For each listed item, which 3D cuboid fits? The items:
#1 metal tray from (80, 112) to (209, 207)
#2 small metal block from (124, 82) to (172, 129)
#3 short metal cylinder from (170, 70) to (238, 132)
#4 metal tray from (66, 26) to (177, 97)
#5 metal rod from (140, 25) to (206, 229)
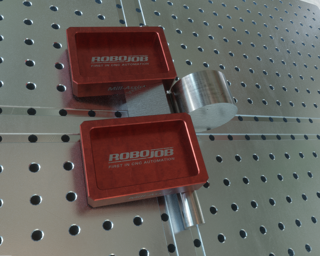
[{"bbox_3d":[-0.020,0.032,0.352,0.131,0.030,0.090,-6,64,-17],"label":"metal tray"},{"bbox_3d":[-0.015,-0.026,0.398,0.050,0.025,0.050,-13,65,0],"label":"small metal block"},{"bbox_3d":[0.058,-0.034,0.421,0.081,0.080,0.050,0,62,-28],"label":"short metal cylinder"},{"bbox_3d":[-0.052,-0.090,0.410,0.131,0.030,0.090,-6,64,-17],"label":"metal tray"},{"bbox_3d":[0.008,-0.019,0.419,0.025,0.025,0.299,0,62,-28],"label":"metal rod"}]
